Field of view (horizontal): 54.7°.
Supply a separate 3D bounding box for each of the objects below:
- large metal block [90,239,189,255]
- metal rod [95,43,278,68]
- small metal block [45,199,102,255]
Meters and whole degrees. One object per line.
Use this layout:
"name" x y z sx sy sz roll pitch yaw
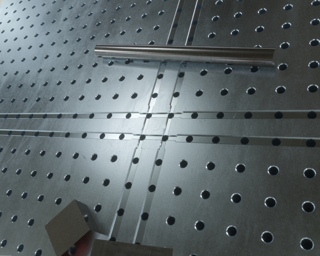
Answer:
"large metal block" -0.013 0.142 0.292 0.080 0.080 0.050 -3 60 26
"metal rod" 0.019 -0.112 0.465 0.300 0.025 0.025 11 67 32
"small metal block" -0.109 0.127 0.386 0.050 0.025 0.050 -42 51 -1
